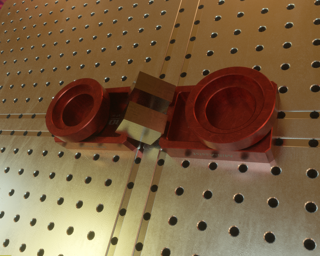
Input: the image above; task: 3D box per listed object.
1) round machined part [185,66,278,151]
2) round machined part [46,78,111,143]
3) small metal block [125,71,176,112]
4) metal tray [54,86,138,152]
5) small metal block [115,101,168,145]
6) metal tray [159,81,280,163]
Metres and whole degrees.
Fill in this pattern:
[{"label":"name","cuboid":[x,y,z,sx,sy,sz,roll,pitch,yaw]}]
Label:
[{"label":"round machined part","cuboid":[0.081,-0.018,0.350,0.098,0.042,0.098,-13,56,21]},{"label":"round machined part","cuboid":[-0.114,-0.022,0.455,0.098,0.042,0.098,-13,56,21]},{"label":"small metal block","cuboid":[-0.013,-0.044,0.408,0.050,0.050,0.025,136,151,-62]},{"label":"metal tray","cuboid":[-0.087,-0.013,0.461,0.130,0.030,0.090,0,63,28]},{"label":"small metal block","cuboid":[-0.024,-0.005,0.389,0.050,0.050,0.025,136,151,-62]},{"label":"metal tray","cuboid":[0.071,-0.009,0.374,0.130,0.030,0.090,1,62,28]}]
